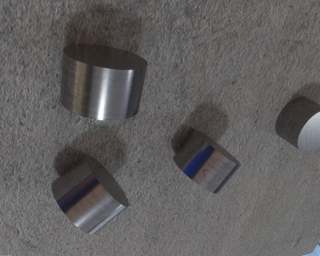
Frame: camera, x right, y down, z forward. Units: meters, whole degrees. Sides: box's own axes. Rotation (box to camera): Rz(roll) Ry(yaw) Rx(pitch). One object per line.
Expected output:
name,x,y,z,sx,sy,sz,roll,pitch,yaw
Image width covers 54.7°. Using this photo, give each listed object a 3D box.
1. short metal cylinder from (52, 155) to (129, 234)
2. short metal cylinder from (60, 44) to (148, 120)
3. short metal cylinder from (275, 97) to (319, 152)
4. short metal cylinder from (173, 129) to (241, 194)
short metal cylinder,-0.083,0.079,0.375,0.050,0.080,0.080,-40,129,-2
short metal cylinder,-0.056,-0.048,0.310,0.081,0.080,0.050,-2,119,-28
short metal cylinder,0.244,-0.006,0.520,0.081,0.050,0.079,-14,124,-21
short metal cylinder,0.065,0.046,0.435,0.080,0.080,0.050,29,102,-38
